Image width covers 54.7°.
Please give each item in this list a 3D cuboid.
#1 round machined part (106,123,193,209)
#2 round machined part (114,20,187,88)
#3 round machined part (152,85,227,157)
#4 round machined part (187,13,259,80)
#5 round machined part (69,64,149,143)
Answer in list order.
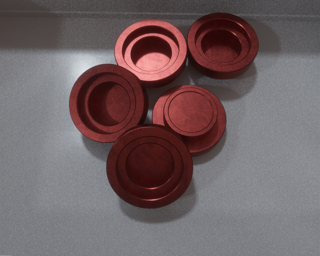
[{"bbox_3d":[-0.012,0.042,0.370,0.099,0.042,0.097,0,101,-1],"label":"round machined part"},{"bbox_3d":[-0.011,-0.099,0.435,0.099,0.042,0.098,-1,70,3],"label":"round machined part"},{"bbox_3d":[0.039,-0.014,0.406,0.099,0.042,0.098,0,70,-1],"label":"round machined part"},{"bbox_3d":[0.086,-0.112,0.443,0.099,0.042,0.098,0,70,-1],"label":"round machined part"},{"bbox_3d":[-0.062,-0.030,0.399,0.098,0.042,0.097,0,89,12],"label":"round machined part"}]
